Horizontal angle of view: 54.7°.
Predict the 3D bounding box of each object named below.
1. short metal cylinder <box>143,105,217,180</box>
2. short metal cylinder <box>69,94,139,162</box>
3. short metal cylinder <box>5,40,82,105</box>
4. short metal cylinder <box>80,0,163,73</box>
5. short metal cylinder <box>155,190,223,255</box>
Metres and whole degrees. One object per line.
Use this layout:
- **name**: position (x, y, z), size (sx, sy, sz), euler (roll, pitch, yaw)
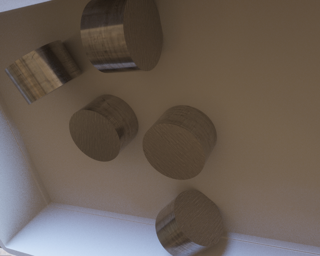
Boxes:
- **short metal cylinder**: position (0.025, 0.018, 0.389), size (0.080, 0.050, 0.079), euler (13, 124, 20)
- **short metal cylinder**: position (-0.077, 0.000, 0.431), size (0.080, 0.050, 0.079), euler (13, 124, 20)
- **short metal cylinder**: position (-0.150, -0.072, 0.405), size (0.080, 0.080, 0.050), euler (-20, 108, 35)
- **short metal cylinder**: position (-0.038, -0.100, 0.330), size (0.050, 0.080, 0.079), euler (2, 119, 27)
- **short metal cylinder**: position (0.041, 0.135, 0.434), size (0.080, 0.080, 0.050), euler (40, 129, 1)
